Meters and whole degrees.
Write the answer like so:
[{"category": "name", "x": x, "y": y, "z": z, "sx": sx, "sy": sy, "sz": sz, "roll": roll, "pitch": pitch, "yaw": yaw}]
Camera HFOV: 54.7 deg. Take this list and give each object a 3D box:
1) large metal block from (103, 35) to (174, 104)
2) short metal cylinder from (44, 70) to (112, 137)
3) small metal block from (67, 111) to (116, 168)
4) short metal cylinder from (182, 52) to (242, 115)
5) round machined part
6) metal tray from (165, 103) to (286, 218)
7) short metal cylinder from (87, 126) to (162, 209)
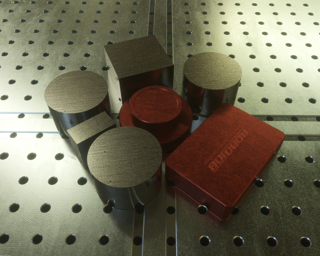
[{"category": "large metal block", "x": -0.032, "y": -0.090, "z": 0.466, "sx": 0.081, "sy": 0.050, "sz": 0.080, "roll": -17, "pitch": 52, "yaw": -14}, {"category": "short metal cylinder", "x": -0.107, "y": -0.032, "z": 0.417, "sx": 0.080, "sy": 0.050, "sz": 0.080, "roll": 0, "pitch": 50, "yaw": 0}, {"category": "small metal block", "x": -0.079, "y": 0.015, "z": 0.377, "sx": 0.050, "sy": 0.050, "sz": 0.025, "roll": -30, "pitch": 56, "yaw": -23}, {"category": "short metal cylinder", "x": 0.072, "y": -0.064, "z": 0.445, "sx": 0.080, "sy": 0.050, "sz": 0.080, "roll": 0, "pitch": 50, "yaw": 0}, {"category": "round machined part", "x": -0.006, "y": -0.019, "z": 0.411, "sx": 0.099, "sy": 0.042, "sz": 0.098, "roll": 0, "pitch": 50, "yaw": 0}, {"category": "metal tray", "x": 0.079, "y": 0.032, "z": 0.376, "sx": 0.090, "sy": 0.030, "sz": 0.131, "roll": 33, "pitch": 57, "yaw": 25}, {"category": "short metal cylinder", "x": -0.038, "y": 0.044, "z": 0.353, "sx": 0.080, "sy": 0.050, "sz": 0.080, "roll": 0, "pitch": 50, "yaw": 0}]
